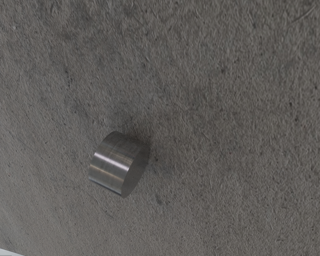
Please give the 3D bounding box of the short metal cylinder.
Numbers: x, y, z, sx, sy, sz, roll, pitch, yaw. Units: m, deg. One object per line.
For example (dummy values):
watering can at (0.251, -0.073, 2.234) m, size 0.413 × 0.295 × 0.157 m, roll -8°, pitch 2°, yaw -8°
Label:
short metal cylinder at (-0.055, 0.050, 0.432) m, size 0.050 × 0.080 × 0.079 m, roll 24°, pitch 127°, yaw 14°
